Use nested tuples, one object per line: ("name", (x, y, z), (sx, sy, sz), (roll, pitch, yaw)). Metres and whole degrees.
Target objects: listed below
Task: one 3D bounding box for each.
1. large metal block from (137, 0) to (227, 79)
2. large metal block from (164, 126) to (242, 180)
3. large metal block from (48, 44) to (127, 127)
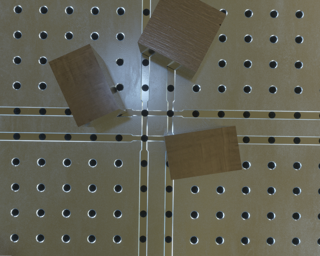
("large metal block", (0.027, -0.121, 0.401), (0.080, 0.050, 0.080), (27, 90, 0))
("large metal block", (0.048, 0.028, 0.386), (0.080, 0.080, 0.050), (-8, 90, 0))
("large metal block", (-0.085, -0.048, 0.385), (0.050, 0.080, 0.080), (-24, 90, 0))
